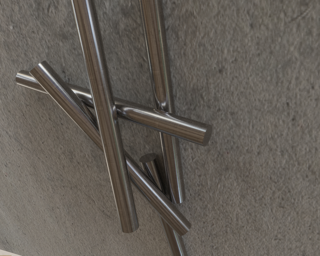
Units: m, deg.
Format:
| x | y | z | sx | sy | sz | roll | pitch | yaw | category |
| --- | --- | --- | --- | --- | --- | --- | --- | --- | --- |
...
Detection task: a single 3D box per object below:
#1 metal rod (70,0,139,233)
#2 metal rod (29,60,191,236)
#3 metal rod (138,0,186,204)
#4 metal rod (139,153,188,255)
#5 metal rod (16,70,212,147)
| x | y | z | sx | sy | sz | roll | pitch | yaw | category |
| --- | --- | --- | --- | --- | --- | --- | --- | --- | --- |
| -0.062 | -0.004 | 0.374 | 0.025 | 0.025 | 0.298 | 1 | 112 | 27 | metal rod |
| -0.057 | 0.037 | 0.416 | 0.025 | 0.025 | 0.300 | -28 | 109 | 37 | metal rod |
| 0.006 | -0.027 | 0.385 | 0.025 | 0.025 | 0.298 | 6 | 121 | 25 | metal rod |
| 0.022 | 0.173 | 0.501 | 0.025 | 0.025 | 0.298 | -2 | 118 | 29 | metal rod |
| -0.077 | -0.033 | 0.403 | 0.301 | 0.025 | 0.025 | 18 | 126 | 25 | metal rod |
